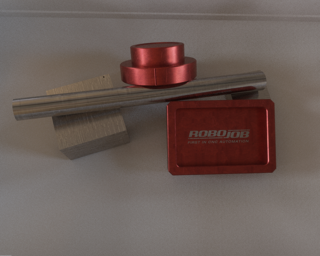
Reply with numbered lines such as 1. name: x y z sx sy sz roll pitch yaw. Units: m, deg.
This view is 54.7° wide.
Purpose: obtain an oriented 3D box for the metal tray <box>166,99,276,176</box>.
1. metal tray: 0.074 0.011 0.387 0.131 0.030 0.089 -1 89 -2

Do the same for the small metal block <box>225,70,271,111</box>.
1. small metal block: 0.119 -0.048 0.427 0.050 0.025 0.050 -11 71 -4

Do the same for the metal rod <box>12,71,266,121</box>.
1. metal rod: -0.014 -0.041 0.375 0.302 0.025 0.025 -8 70 -11

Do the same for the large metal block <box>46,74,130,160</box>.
1. large metal block: -0.090 -0.013 0.398 0.081 0.050 0.080 -17 71 -7

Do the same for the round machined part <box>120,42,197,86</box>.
1. round machined part: -0.002 -0.086 0.399 0.099 0.098 0.042 -4 111 -2
